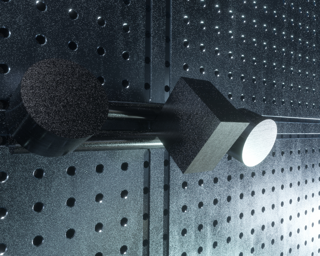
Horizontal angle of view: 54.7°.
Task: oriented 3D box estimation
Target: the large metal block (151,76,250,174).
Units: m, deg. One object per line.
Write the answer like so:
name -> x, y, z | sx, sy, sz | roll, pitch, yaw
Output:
large metal block -> 0.044, -0.003, 0.372 | 0.050, 0.080, 0.079 | 1, 132, -40

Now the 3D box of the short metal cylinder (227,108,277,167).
short metal cylinder -> 0.139, 0.014, 0.492 | 0.081, 0.050, 0.079 | -19, 123, -31

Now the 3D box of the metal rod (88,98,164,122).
metal rod -> 0.034, -0.020, 0.437 | 0.302, 0.025, 0.025 | 1, 90, -40

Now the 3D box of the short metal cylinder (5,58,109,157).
short metal cylinder -> -0.096, -0.018, 0.293 | 0.080, 0.050, 0.080 | 20, 56, -31

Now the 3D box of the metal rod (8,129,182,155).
metal rod -> -0.024, 0.014, 0.389 | 0.302, 0.025, 0.025 | 1, 90, -40
